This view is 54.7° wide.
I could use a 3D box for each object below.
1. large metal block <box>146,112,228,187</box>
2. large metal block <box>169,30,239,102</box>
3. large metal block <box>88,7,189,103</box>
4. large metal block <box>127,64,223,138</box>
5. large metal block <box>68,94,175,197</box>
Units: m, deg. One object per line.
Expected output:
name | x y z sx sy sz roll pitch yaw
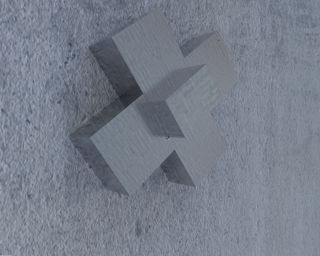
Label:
large metal block | 0.037 0.020 0.422 0.080 0.050 0.080 -44 117 -31
large metal block | 0.057 -0.079 0.439 0.080 0.050 0.080 -44 117 -31
large metal block | -0.023 -0.085 0.371 0.080 0.050 0.080 -44 117 -31
large metal block | 0.016 -0.033 0.385 0.080 0.080 0.050 -44 117 -31
large metal block | -0.041 0.018 0.356 0.080 0.050 0.080 -44 117 -31
